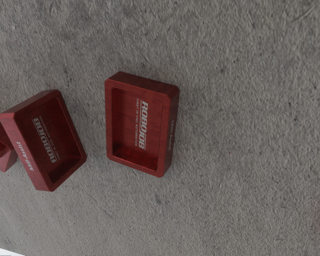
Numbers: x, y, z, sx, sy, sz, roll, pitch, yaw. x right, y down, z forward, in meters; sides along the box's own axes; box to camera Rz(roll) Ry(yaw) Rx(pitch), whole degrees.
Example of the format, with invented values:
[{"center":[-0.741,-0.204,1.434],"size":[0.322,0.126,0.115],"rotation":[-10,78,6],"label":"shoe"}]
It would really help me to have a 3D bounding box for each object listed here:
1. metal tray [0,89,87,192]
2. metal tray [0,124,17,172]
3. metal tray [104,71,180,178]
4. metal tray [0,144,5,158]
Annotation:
[{"center":[-0.168,0.018,0.464],"size":[0.030,0.090,0.129],"rotation":[-1,118,29],"label":"metal tray"},{"center":[-0.326,0.016,0.575],"size":[0.130,0.030,0.089],"rotation":[36,132,-4],"label":"metal tray"},{"center":[-0.027,-0.003,0.415],"size":[0.090,0.030,0.129],"rotation":[17,125,18],"label":"metal tray"},{"center":[-0.334,0.007,0.543],"size":[0.130,0.090,0.030],"rotation":[41,124,0],"label":"metal tray"}]
